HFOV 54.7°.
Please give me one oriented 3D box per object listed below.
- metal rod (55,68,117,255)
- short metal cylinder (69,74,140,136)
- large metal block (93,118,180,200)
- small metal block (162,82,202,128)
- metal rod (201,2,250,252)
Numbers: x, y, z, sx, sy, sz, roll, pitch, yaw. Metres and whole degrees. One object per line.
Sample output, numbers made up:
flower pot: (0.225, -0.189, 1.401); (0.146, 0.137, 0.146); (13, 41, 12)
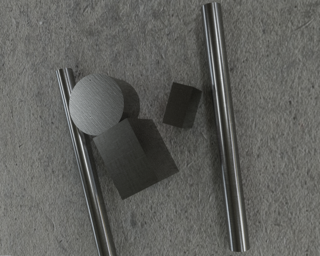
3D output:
metal rod: (-0.104, 0.060, 0.444); (0.025, 0.025, 0.298); (-16, 85, 19)
short metal cylinder: (-0.074, -0.030, 0.421); (0.080, 0.050, 0.079); (0, 90, 19)
large metal block: (-0.027, 0.035, 0.388); (0.050, 0.080, 0.080); (-30, 80, 17)
small metal block: (0.029, -0.027, 0.385); (0.025, 0.050, 0.050); (17, 96, 19)
metal rod: (0.080, -0.003, 0.380); (0.025, 0.025, 0.298); (-7, 88, 19)
